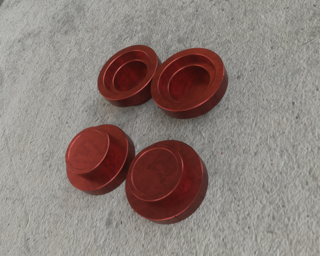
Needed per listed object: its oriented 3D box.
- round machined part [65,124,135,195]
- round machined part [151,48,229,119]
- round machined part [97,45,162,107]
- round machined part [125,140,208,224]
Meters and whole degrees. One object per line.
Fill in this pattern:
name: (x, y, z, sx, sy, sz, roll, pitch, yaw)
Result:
round machined part: (-0.087, 0.037, 0.416, 0.098, 0.042, 0.098, -13, 56, 21)
round machined part: (0.041, -0.053, 0.404, 0.098, 0.042, 0.098, -13, 56, 21)
round machined part: (-0.039, -0.071, 0.458, 0.098, 0.042, 0.098, -13, 56, 21)
round machined part: (0.002, 0.057, 0.357, 0.098, 0.042, 0.098, -13, 56, 21)
